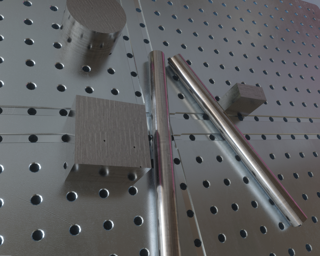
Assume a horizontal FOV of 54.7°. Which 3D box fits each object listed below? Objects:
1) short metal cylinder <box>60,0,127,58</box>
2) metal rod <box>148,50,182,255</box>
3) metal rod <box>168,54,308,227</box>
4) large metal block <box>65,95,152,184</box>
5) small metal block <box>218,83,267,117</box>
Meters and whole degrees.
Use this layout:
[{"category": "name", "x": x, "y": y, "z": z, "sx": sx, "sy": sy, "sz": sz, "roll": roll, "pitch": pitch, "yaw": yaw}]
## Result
[{"category": "short metal cylinder", "x": -0.093, "y": -0.145, "z": 0.430, "sx": 0.081, "sy": 0.050, "sz": 0.080, "roll": 14, "pitch": 56, "yaw": -21}, {"category": "metal rod", "x": 0.003, "y": 0.020, "z": 0.397, "sx": 0.025, "sy": 0.025, "sz": 0.299, "roll": 10, "pitch": 57, "yaw": -23}, {"category": "metal rod", "x": 0.109, "y": 0.011, "z": 0.459, "sx": 0.025, "sy": 0.025, "sz": 0.299, "roll": -28, "pitch": 77, "yaw": -37}, {"category": "large metal block", "x": -0.060, "y": 0.015, "z": 0.350, "sx": 0.081, "sy": 0.050, "sz": 0.080, "roll": 7, "pitch": 59, "yaw": -25}, {"category": "small metal block", "x": 0.129, "y": -0.043, "z": 0.488, "sx": 0.050, "sy": 0.050, "sz": 0.025, "roll": 5, "pitch": 60, "yaw": -26}]
